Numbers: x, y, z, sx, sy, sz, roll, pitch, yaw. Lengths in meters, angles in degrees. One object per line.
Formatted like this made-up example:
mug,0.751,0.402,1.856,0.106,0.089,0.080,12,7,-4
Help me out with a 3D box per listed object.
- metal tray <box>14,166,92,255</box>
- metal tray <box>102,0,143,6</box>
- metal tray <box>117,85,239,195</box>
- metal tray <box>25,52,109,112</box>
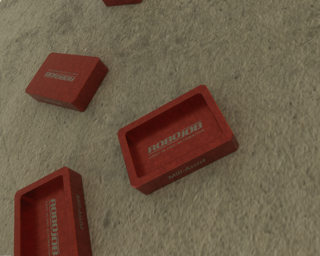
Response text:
metal tray,-0.140,0.125,0.395,0.090,0.030,0.130,-28,52,10
metal tray,-0.056,-0.302,0.613,0.090,0.030,0.130,9,66,31
metal tray,0.018,0.014,0.381,0.130,0.030,0.090,-28,52,10
metal tray,-0.162,-0.082,0.534,0.130,0.030,0.090,14,68,33
